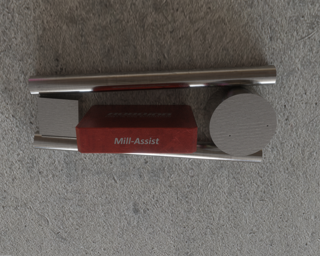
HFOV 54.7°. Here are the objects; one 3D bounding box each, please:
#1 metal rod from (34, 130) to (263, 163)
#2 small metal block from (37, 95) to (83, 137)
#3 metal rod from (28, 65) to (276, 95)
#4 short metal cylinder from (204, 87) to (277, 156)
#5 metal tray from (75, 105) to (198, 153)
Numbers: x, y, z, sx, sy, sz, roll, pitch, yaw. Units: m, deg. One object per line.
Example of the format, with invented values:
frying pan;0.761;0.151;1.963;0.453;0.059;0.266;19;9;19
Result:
metal rod;-0.014;0.026;0.420;0.302;0.025;0.025;4;110;-2
small metal block;-0.129;-0.017;0.404;0.050;0.025;0.050;4;110;-2
metal rod;-0.009;-0.060;0.389;0.302;0.025;0.025;-2;110;0
short metal cylinder;0.099;-0.011;0.394;0.081;0.050;0.079;0;110;0
metal tray;-0.025;-0.002;0.374;0.131;0.090;0.030;0;110;0
